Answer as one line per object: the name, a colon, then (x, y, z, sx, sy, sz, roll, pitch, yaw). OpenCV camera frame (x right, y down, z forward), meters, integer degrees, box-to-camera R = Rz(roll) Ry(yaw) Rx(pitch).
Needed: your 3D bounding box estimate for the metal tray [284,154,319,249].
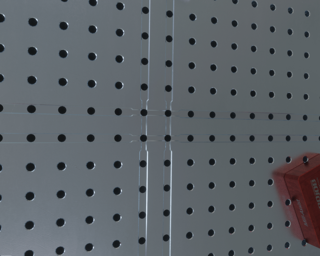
metal tray: (0.266, 0.118, 0.508, 0.091, 0.030, 0.129, -24, 98, -19)
